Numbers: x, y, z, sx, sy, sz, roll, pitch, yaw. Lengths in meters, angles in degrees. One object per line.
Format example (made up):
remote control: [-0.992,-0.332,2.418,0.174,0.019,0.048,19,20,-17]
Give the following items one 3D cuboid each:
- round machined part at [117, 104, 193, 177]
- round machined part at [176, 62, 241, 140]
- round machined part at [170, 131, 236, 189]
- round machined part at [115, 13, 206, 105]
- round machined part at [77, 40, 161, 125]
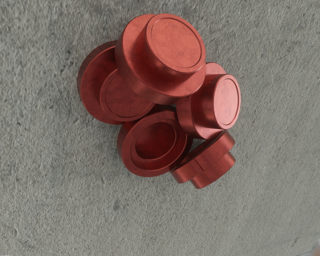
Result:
round machined part: [-0.009,0.012,0.401,0.099,0.042,0.097,-14,125,-21]
round machined part: [0.067,-0.033,0.387,0.099,0.042,0.097,-8,101,-49]
round machined part: [0.065,0.047,0.428,0.098,0.098,0.042,-37,89,-4]
round machined part: [0.007,-0.077,0.318,0.099,0.098,0.042,1,160,-29]
round machined part: [-0.040,-0.046,0.350,0.099,0.042,0.097,-14,125,-21]
